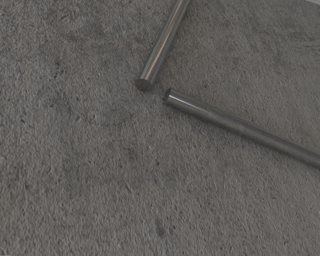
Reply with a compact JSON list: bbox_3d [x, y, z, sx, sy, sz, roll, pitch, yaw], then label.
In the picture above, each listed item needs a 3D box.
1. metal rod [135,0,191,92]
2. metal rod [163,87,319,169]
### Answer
[{"bbox_3d":[0.019,-0.171,0.518,0.025,0.025,0.300,28,52,-10],"label":"metal rod"},{"bbox_3d":[0.145,0.008,0.476,0.302,0.025,0.025,22,54,-15],"label":"metal rod"}]
